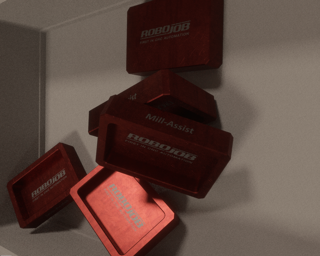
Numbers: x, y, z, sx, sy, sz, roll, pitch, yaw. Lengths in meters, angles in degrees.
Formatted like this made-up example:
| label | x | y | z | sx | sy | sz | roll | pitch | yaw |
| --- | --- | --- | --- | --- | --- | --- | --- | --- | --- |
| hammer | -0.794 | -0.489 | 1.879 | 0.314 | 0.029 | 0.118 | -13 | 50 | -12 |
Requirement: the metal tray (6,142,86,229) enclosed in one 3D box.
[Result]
| label | x | y | z | sx | sy | sz | roll | pitch | yaw |
| --- | --- | --- | --- | --- | --- | --- | --- | --- | --- |
| metal tray | -0.190 | 0.097 | 0.524 | 0.130 | 0.030 | 0.090 | -37 | 64 | 8 |

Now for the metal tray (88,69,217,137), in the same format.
| label | x | y | z | sx | sy | sz | roll | pitch | yaw |
| --- | --- | --- | --- | --- | --- | --- | --- | --- | --- |
| metal tray | -0.011 | -0.015 | 0.368 | 0.130 | 0.090 | 0.030 | -23 | 60 | 37 |

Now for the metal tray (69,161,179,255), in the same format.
| label | x | y | z | sx | sy | sz | roll | pitch | yaw |
| --- | --- | --- | --- | --- | --- | --- | --- | --- | --- |
| metal tray | -0.049 | 0.103 | 0.410 | 0.090 | 0.030 | 0.130 | -41 | 59 | -9 |

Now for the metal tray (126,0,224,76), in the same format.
| label | x | y | z | sx | sy | sz | roll | pitch | yaw |
| --- | --- | --- | --- | --- | --- | --- | --- | --- | --- |
| metal tray | 0.014 | -0.116 | 0.390 | 0.130 | 0.030 | 0.089 | 2 | 91 | 39 |

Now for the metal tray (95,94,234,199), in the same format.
| label | x | y | z | sx | sy | sz | roll | pitch | yaw |
| --- | --- | --- | --- | --- | --- | --- | --- | --- | --- |
| metal tray | 0.000 | 0.024 | 0.331 | 0.131 | 0.030 | 0.089 | 19 | 138 | 0 |
